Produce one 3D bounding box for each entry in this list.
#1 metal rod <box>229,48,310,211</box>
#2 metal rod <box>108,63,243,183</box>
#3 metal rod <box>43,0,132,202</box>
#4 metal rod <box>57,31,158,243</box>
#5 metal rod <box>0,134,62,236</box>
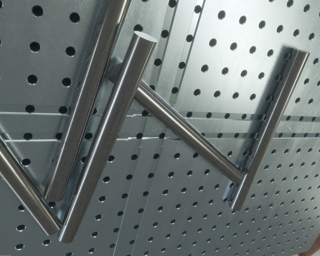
[{"bbox_3d":[0.175,0.017,0.520,0.025,0.025,0.298,0,119,-29],"label":"metal rod"},{"bbox_3d":[0.042,0.010,0.442,0.025,0.025,0.301,-47,130,5],"label":"metal rod"},{"bbox_3d":[-0.078,-0.043,0.342,0.025,0.025,0.298,10,113,-33],"label":"metal rod"},{"bbox_3d":[-0.073,0.030,0.370,0.025,0.025,0.298,8,121,-33],"label":"metal rod"},{"bbox_3d":[-0.177,0.019,0.326,0.025,0.025,0.298,-26,128,-13],"label":"metal rod"}]
